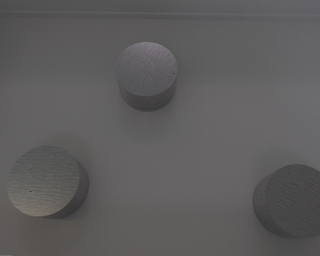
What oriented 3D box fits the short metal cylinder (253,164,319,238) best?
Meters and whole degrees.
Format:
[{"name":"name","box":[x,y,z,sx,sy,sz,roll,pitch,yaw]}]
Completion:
[{"name":"short metal cylinder","box":[0.157,0.087,0.365,0.081,0.050,0.080,0,70,0]}]

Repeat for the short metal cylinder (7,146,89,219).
[{"name":"short metal cylinder","box":[-0.131,0.066,0.371,0.081,0.050,0.080,0,70,0]}]

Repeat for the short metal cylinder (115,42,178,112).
[{"name":"short metal cylinder","box":[-0.018,-0.069,0.421,0.081,0.050,0.080,0,70,0]}]
